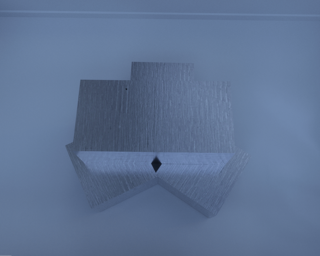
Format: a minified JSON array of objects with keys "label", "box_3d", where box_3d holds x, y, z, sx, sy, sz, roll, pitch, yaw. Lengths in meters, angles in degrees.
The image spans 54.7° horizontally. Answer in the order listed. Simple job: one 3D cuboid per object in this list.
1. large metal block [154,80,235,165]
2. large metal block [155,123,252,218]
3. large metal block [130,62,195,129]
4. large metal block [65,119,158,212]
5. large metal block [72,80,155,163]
[{"label":"large metal block","box_3d":[0.035,-0.005,0.342,0.080,0.050,0.080,1,70,0]},{"label":"large metal block","box_3d":[0.050,0.051,0.375,0.080,0.050,0.080,32,73,11]},{"label":"large metal block","box_3d":[0.003,-0.039,0.409,0.080,0.050,0.080,2,70,0]},{"label":"large metal block","box_3d":[-0.057,0.046,0.377,0.080,0.050,0.080,-25,72,-9]},{"label":"large metal block","box_3d":[-0.046,-0.006,0.343,0.080,0.050,0.080,1,70,0]}]
